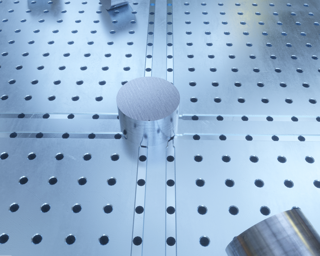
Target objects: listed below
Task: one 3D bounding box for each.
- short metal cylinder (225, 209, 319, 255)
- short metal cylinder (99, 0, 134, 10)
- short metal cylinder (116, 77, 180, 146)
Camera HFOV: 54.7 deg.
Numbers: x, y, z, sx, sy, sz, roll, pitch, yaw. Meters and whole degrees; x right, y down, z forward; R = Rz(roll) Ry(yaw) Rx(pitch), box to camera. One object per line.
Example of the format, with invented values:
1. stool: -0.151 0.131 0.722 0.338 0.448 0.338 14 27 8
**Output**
1. short metal cylinder: 0.106 0.116 0.275 0.081 0.080 0.050 -17 52 -14
2. short metal cylinder: -0.091 -0.280 0.606 0.050 0.080 0.080 -26 55 -20
3. short metal cylinder: -0.015 -0.023 0.410 0.081 0.050 0.080 0 50 0
